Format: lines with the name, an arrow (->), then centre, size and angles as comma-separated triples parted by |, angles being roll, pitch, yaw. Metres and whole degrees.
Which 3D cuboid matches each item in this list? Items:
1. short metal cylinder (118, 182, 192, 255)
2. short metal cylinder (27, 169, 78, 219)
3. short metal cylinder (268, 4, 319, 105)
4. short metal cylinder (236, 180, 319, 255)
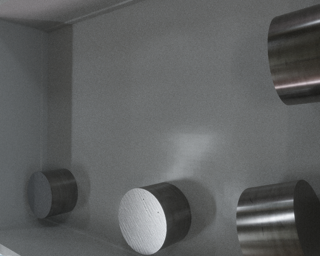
short metal cylinder -> -0.007, 0.113, 0.397 | 0.080, 0.050, 0.080 | 0, 90, 40
short metal cylinder -> -0.191, 0.114, 0.548 | 0.080, 0.050, 0.080 | 0, 90, 40
short metal cylinder -> 0.131, -0.062, 0.262 | 0.050, 0.081, 0.080 | -5, 87, 40
short metal cylinder -> 0.112, 0.090, 0.279 | 0.050, 0.081, 0.080 | -20, 78, 38
